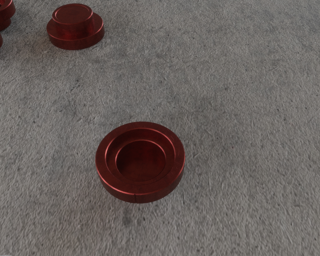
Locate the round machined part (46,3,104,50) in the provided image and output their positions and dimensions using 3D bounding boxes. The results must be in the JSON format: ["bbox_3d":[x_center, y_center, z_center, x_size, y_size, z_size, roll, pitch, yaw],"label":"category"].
[{"bbox_3d":[-0.150,-0.184,0.545,0.099,0.042,0.098,0,50,0],"label":"round machined part"}]

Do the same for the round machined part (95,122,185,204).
[{"bbox_3d":[-0.022,0.043,0.356,0.099,0.042,0.098,0,50,0],"label":"round machined part"}]

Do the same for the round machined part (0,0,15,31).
[{"bbox_3d":[-0.313,-0.207,0.562,0.099,0.042,0.098,0,48,0],"label":"round machined part"}]

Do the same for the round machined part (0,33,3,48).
[{"bbox_3d":[-0.305,-0.131,0.500,0.099,0.042,0.098,0,50,0],"label":"round machined part"}]
